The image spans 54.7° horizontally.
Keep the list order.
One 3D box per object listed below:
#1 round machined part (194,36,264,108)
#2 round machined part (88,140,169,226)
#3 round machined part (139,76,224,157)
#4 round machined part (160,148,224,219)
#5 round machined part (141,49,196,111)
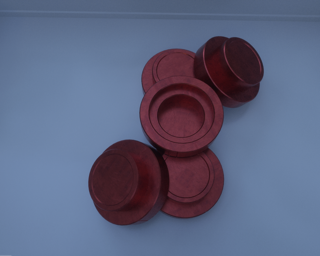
[{"bbox_3d":[0.097,-0.079,0.406,0.099,0.042,0.098,13,64,-28],"label":"round machined part"},{"bbox_3d":[-0.042,0.061,0.354,0.098,0.042,0.098,-9,72,28],"label":"round machined part"},{"bbox_3d":[0.025,-0.011,0.380,0.099,0.042,0.098,0,70,-1],"label":"round machined part"},{"bbox_3d":[0.029,0.059,0.377,0.099,0.042,0.098,0,70,-1],"label":"round machined part"},{"bbox_3d":[0.024,-0.068,0.424,0.099,0.042,0.098,0,70,-1],"label":"round machined part"}]
